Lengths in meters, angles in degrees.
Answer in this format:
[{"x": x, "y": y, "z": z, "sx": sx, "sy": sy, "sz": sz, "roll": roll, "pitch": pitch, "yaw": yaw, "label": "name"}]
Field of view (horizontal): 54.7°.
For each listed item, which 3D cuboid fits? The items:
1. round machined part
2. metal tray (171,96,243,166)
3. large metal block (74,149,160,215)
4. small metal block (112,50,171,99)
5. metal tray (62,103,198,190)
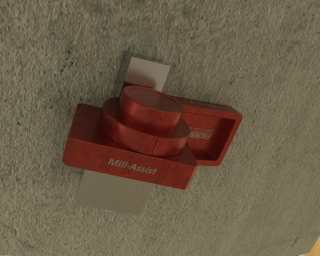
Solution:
[{"x": -0.013, "y": -0.013, "z": 0.333, "sx": 0.099, "sy": 0.098, "sz": 0.042, "roll": 6, "pitch": 115, "yaw": -32, "label": "round machined part"}, {"x": 0.045, "y": 0.007, "z": 0.436, "sx": 0.131, "sy": 0.030, "sz": 0.089, "roll": 6, "pitch": 115, "yaw": -32, "label": "metal tray"}, {"x": -0.052, "y": 0.055, "z": 0.375, "sx": 0.081, "sy": 0.050, "sz": 0.079, "roll": 14, "pitch": 125, "yaw": -15, "label": "large metal block"}, {"x": -0.022, "y": -0.058, "z": 0.362, "sx": 0.050, "sy": 0.025, "sz": 0.050, "roll": 7, "pitch": 115, "yaw": -32, "label": "small metal block"}, {"x": -0.032, "y": 0.018, "z": 0.339, "sx": 0.131, "sy": 0.090, "sz": 0.030, "roll": 14, "pitch": 113, "yaw": -15, "label": "metal tray"}]
